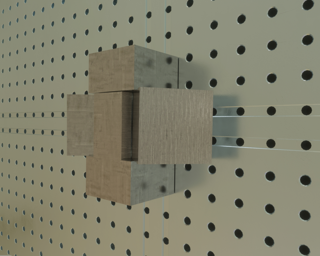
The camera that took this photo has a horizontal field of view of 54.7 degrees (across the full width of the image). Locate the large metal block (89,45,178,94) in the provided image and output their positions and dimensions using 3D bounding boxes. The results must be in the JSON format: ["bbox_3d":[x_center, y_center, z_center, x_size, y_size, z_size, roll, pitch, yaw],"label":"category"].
[{"bbox_3d":[-0.034,-0.068,0.398,0.080,0.081,0.050,2,91,39],"label":"large metal block"}]

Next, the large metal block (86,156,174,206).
[{"bbox_3d":[-0.038,0.061,0.401,0.080,0.081,0.050,2,91,39],"label":"large metal block"}]

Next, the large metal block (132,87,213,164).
[{"bbox_3d":[0.012,-0.002,0.351,0.050,0.081,0.079,-177,88,-77],"label":"large metal block"}]

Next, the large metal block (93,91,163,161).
[{"bbox_3d":[-0.037,-0.003,0.401,0.050,0.081,0.079,1,91,40],"label":"large metal block"}]

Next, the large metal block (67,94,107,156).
[{"bbox_3d":[-0.095,-0.005,0.441,0.050,0.080,0.079,0,91,0],"label":"large metal block"}]
